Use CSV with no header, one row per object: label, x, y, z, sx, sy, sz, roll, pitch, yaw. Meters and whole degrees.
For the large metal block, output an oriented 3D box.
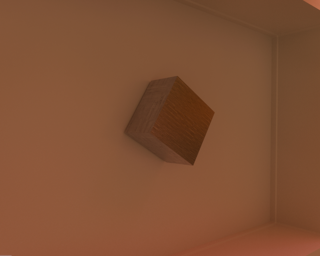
large metal block,0.015,-0.008,0.397,0.080,0.050,0.080,39,66,-34
